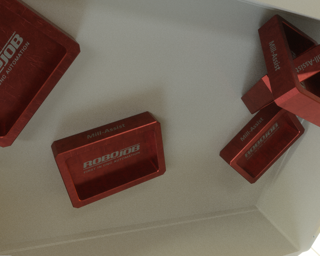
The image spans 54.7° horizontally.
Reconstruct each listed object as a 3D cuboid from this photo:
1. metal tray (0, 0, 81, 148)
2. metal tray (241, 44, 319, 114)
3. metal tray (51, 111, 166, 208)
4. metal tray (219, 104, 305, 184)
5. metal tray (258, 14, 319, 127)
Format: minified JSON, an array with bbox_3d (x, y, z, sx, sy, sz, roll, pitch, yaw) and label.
[{"bbox_3d":[-0.150,-0.053,0.290,0.090,0.030,0.130,33,100,-39],"label":"metal tray"},{"bbox_3d":[0.186,-0.072,0.430,0.131,0.030,0.090,-29,171,-10],"label":"metal tray"},{"bbox_3d":[-0.060,0.040,0.398,0.131,0.030,0.089,-19,126,-18],"label":"metal tray"},{"bbox_3d":[0.172,0.024,0.516,0.130,0.030,0.090,-47,130,5],"label":"metal tray"},{"bbox_3d":[0.174,-0.073,0.388,0.091,0.130,0.030,20,142,-26],"label":"metal tray"}]
